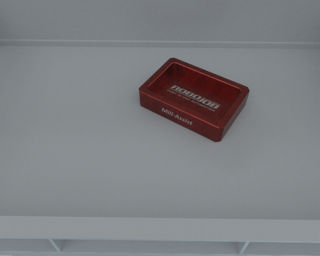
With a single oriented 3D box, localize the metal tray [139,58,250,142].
[{"bbox_3d":[0.047,-0.045,0.439,0.130,0.030,0.090,27,55,21],"label":"metal tray"}]
